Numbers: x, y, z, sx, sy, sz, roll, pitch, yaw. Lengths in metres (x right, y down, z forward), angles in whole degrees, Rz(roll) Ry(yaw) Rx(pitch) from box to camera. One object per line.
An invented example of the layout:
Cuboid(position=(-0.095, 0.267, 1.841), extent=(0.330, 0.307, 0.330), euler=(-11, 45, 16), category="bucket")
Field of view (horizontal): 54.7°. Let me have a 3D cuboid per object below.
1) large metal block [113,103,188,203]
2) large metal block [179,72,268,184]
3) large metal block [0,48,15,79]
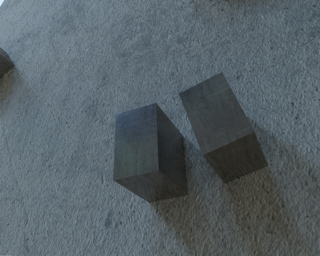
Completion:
Cuboid(position=(-0.009, 0.031, 0.354), extent=(0.050, 0.080, 0.080), euler=(-16, 55, 19), category="large metal block")
Cuboid(position=(0.068, 0.002, 0.331), extent=(0.050, 0.080, 0.080), euler=(-26, 53, 12), category="large metal block")
Cuboid(position=(-0.375, -0.140, 0.671), extent=(0.080, 0.050, 0.080), euler=(-44, 51, -3), category="large metal block")
